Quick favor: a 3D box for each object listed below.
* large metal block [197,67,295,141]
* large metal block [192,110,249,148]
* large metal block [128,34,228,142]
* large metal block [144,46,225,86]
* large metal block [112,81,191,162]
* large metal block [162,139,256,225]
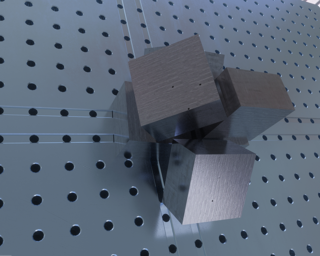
[{"bbox_3d":[0.096,-0.024,0.375,0.081,0.080,0.050,2,61,-28],"label":"large metal block"},{"bbox_3d":[0.065,-0.003,0.427,0.081,0.050,0.080,3,61,-27],"label":"large metal block"},{"bbox_3d":[0.019,-0.041,0.333,0.080,0.050,0.080,-19,64,13],"label":"large metal block"},{"bbox_3d":[0.029,-0.080,0.427,0.081,0.080,0.050,2,99,-27],"label":"large metal block"},{"bbox_3d":[-0.012,-0.006,0.389,0.081,0.050,0.080,7,59,-25],"label":"large metal block"},{"bbox_3d":[0.055,0.059,0.359,0.081,0.050,0.079,2,105,-27],"label":"large metal block"}]
